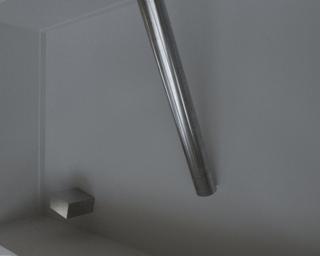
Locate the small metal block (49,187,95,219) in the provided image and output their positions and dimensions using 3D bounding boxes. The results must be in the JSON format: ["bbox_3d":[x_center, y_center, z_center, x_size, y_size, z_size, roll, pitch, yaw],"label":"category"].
[{"bbox_3d":[-0.144,0.121,0.506,0.050,0.050,0.025,17,101,38],"label":"small metal block"}]

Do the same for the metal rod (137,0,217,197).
[{"bbox_3d":[0.011,-0.061,0.315,0.025,0.025,0.298,-2,115,40],"label":"metal rod"}]
